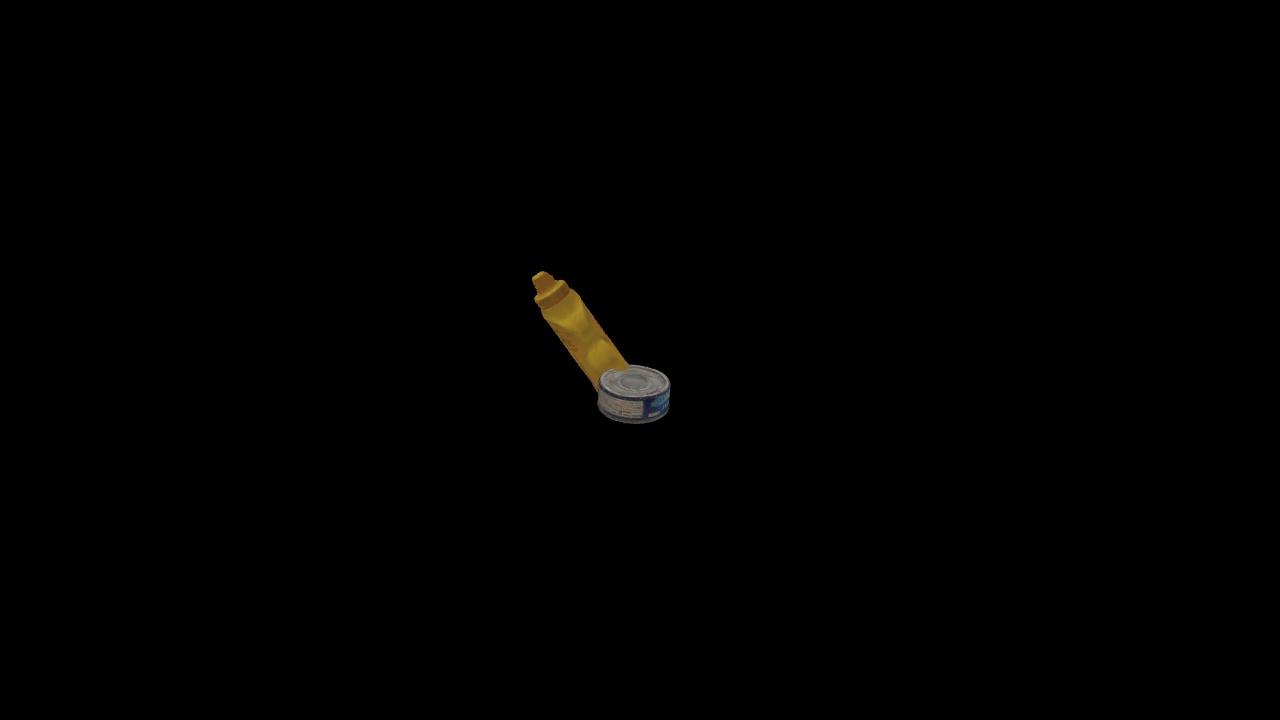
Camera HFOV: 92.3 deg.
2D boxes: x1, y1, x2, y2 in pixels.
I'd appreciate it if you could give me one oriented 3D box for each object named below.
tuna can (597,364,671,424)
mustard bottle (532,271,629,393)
[{"bbox_3d":[-0.007,0.037,0.707,0.084,0.034,0.084,3,25,-1],"label":"tuna can"},{"bbox_3d":[-0.070,-0.029,0.739,0.054,0.184,0.092,-36,23,-3],"label":"mustard bottle"}]
